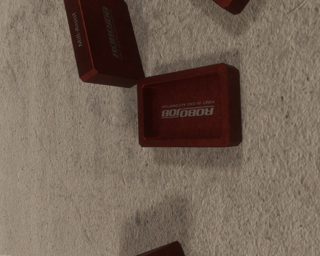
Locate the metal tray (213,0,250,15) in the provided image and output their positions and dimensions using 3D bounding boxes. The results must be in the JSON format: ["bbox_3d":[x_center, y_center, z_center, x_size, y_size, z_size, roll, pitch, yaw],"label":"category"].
[{"bbox_3d":[0.065,-0.201,0.346,0.130,0.030,0.090,51,119,27],"label":"metal tray"}]

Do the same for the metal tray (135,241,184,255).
[{"bbox_3d":[-0.042,0.187,0.395,0.130,0.091,0.030,-34,69,34],"label":"metal tray"}]

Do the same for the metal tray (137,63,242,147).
[{"bbox_3d":[0.030,-0.022,0.374,0.130,0.030,0.089,-3,88,39],"label":"metal tray"}]

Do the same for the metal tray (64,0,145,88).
[{"bbox_3d":[-0.075,-0.123,0.421,0.030,0.091,0.129,-23,76,37],"label":"metal tray"}]
